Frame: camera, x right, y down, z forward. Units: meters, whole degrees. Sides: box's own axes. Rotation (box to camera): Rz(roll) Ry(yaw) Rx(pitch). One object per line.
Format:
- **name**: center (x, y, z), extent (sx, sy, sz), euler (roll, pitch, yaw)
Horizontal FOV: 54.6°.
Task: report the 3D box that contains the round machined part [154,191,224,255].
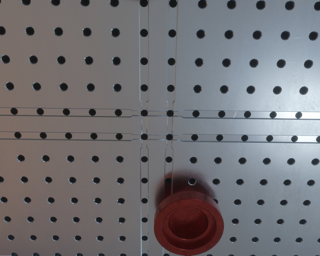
- **round machined part**: center (0.041, 0.134, 0.454), extent (0.099, 0.042, 0.097), euler (0, 110, 0)
